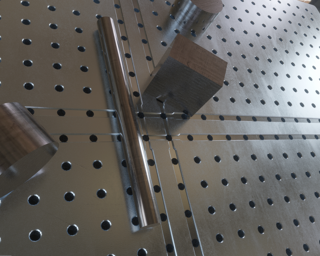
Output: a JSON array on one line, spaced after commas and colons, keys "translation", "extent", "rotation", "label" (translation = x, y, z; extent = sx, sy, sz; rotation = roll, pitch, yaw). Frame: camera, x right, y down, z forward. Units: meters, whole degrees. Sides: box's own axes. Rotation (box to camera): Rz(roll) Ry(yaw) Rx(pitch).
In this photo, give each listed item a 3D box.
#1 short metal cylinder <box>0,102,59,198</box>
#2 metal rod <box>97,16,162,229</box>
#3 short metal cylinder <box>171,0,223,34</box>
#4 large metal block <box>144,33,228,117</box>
[{"translation": [-0.142, 0.022, 0.283], "extent": [0.050, 0.080, 0.080], "rotation": [47, 51, 4], "label": "short metal cylinder"}, {"translation": [-0.046, -0.025, 0.399], "extent": [0.025, 0.025, 0.299], "rotation": [-1, 62, -29], "label": "metal rod"}, {"translation": [0.067, -0.220, 0.565], "extent": [0.081, 0.050, 0.080], "rotation": [14, 56, -21], "label": "short metal cylinder"}, {"translation": [0.036, -0.072, 0.438], "extent": [0.080, 0.080, 0.050], "rotation": [28, 52, -11], "label": "large metal block"}]
